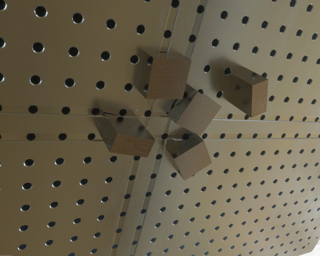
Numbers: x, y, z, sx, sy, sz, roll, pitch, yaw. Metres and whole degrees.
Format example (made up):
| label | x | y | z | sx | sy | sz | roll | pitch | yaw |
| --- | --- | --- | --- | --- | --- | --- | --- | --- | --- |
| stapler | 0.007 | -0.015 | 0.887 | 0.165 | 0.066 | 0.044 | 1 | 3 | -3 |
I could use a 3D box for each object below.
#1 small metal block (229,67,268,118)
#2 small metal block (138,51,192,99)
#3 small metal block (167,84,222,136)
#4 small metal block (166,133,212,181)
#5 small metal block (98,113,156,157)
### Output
| label | x | y | z | sx | sy | sz | roll | pitch | yaw |
| --- | --- | --- | --- | --- | --- | --- | --- | --- | --- |
| small metal block | 0.122 | -0.050 | 0.429 | 0.025 | 0.050 | 0.050 | -22 | 127 | -15 |
| small metal block | 0.005 | -0.063 | 0.375 | 0.050 | 0.025 | 0.050 | -3 | 120 | -27 |
| small metal block | 0.047 | -0.023 | 0.422 | 0.050 | 0.025 | 0.050 | 25 | 105 | -37 |
| small metal block | 0.044 | 0.042 | 0.461 | 0.050 | 0.025 | 0.050 | -31 | 129 | -8 |
| small metal block | -0.041 | 0.009 | 0.377 | 0.050 | 0.050 | 0.025 | 12 | 112 | -33 |
